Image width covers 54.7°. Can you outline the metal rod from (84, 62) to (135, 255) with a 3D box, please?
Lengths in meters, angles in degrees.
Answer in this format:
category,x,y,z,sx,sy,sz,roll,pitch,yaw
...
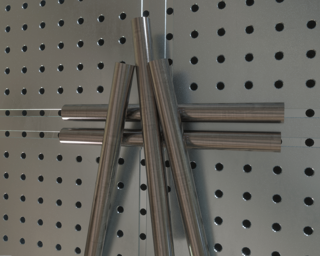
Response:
category,x,y,z,sx,sy,sz,roll,pitch,yaw
metal rod,-0.072,0.063,0.417,0.025,0.025,0.298,15,102,19

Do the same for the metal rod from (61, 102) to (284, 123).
category,x,y,z,sx,sy,sz,roll,pitch,yaw
metal rod,0.003,-0.020,0.411,0.301,0.025,0.025,1,90,19

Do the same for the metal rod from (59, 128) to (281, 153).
category,x,y,z,sx,sy,sz,roll,pitch,yaw
metal rod,-0.001,0.014,0.412,0.301,0.025,0.025,1,90,19

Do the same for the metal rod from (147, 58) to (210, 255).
category,x,y,z,sx,sy,sz,roll,pitch,yaw
metal rod,0.029,0.065,0.382,0.025,0.025,0.298,-11,93,19

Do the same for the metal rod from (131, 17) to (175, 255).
category,x,y,z,sx,sy,sz,roll,pitch,yaw
metal rod,-0.009,0.012,0.389,0.025,0.025,0.298,-7,88,19
